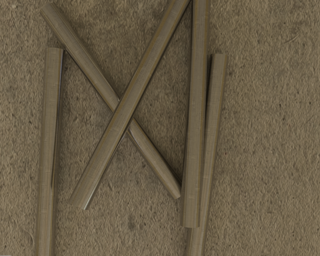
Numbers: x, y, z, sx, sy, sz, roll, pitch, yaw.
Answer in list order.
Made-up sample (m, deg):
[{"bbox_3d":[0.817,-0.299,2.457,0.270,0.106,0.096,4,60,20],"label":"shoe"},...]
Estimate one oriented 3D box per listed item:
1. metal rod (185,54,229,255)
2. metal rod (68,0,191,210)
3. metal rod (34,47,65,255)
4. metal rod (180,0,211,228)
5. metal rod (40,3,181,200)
[{"bbox_3d":[0.060,0.053,0.410,0.025,0.025,0.298,7,90,-1],"label":"metal rod"},{"bbox_3d":[-0.033,-0.042,0.387,0.025,0.025,0.299,26,81,-1],"label":"metal rod"},{"bbox_3d":[-0.146,0.046,0.408,0.025,0.025,0.298,3,90,-1],"label":"metal rod"},{"bbox_3d":[0.046,-0.027,0.398,0.025,0.025,0.298,4,85,-1],"label":"metal rod"},{"bbox_3d":[-0.060,-0.034,0.409,0.025,0.025,0.299,-36,90,0],"label":"metal rod"}]
